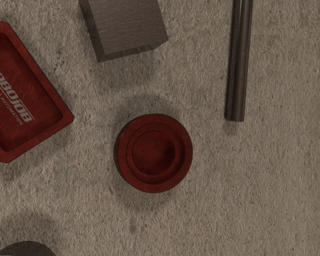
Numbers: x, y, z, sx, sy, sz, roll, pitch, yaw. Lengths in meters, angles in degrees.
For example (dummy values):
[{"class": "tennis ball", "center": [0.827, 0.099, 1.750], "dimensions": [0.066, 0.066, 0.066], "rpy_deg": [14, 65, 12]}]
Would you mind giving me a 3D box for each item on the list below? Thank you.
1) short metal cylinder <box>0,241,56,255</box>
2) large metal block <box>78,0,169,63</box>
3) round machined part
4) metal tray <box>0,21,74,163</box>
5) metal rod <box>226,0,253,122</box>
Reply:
[{"class": "short metal cylinder", "center": [-0.152, 0.173, 0.340], "dimensions": [0.081, 0.050, 0.079], "rpy_deg": [0, 90, -20]}, {"class": "large metal block", "center": [-0.045, -0.132, 0.379], "dimensions": [0.081, 0.050, 0.080], "rpy_deg": [-19, 97, -19]}, {"class": "round machined part", "center": [-0.011, 0.031, 0.397], "dimensions": [0.099, 0.042, 0.097], "rpy_deg": [0, 90, -21]}, {"class": "metal tray", "center": [-0.170, -0.038, 0.343], "dimensions": [0.090, 0.030, 0.130], "rpy_deg": [-36, 102, -17]}, {"class": "metal rod", "center": [0.122, -0.158, 0.455], "dimensions": [0.025, 0.025, 0.298], "rpy_deg": [5, 88, -20]}]
